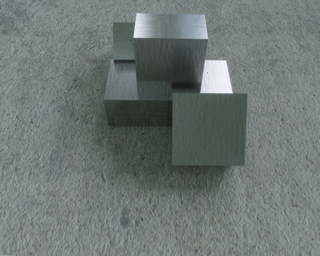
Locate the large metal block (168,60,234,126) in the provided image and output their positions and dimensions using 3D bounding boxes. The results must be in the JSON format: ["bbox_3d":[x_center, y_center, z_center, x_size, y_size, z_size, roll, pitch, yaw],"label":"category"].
[{"bbox_3d":[0.052,-0.049,0.428,0.081,0.050,0.080,1,50,0],"label":"large metal block"}]

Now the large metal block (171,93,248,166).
[{"bbox_3d":[0.054,-0.001,0.362,0.081,0.079,0.050,1,6,0],"label":"large metal block"}]

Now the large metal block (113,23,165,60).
[{"bbox_3d":[-0.024,-0.124,0.465,0.081,0.050,0.080,0,6,0],"label":"large metal block"}]

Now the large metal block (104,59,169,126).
[{"bbox_3d":[-0.029,-0.049,0.427,0.081,0.050,0.080,1,50,0],"label":"large metal block"}]

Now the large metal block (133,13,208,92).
[{"bbox_3d":[0.012,-0.090,0.381,0.081,0.080,0.050,1,50,0],"label":"large metal block"}]
